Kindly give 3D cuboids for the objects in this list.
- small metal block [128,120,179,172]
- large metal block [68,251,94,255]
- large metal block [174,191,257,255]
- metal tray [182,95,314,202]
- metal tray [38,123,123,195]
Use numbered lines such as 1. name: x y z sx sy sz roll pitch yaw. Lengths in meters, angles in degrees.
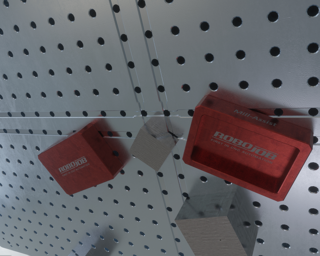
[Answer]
1. small metal block: -0.009 0.025 0.432 0.050 0.025 0.050 34 129 5
2. large metal block: -0.186 0.320 0.672 0.080 0.080 0.050 -26 104 37
3. large metal block: 0.081 0.141 0.440 0.080 0.050 0.080 -17 110 34
4. metal tray: 0.099 0.024 0.370 0.130 0.030 0.089 21 127 15
5. metal tray: -0.134 0.056 0.514 0.130 0.030 0.090 -25 105 37
